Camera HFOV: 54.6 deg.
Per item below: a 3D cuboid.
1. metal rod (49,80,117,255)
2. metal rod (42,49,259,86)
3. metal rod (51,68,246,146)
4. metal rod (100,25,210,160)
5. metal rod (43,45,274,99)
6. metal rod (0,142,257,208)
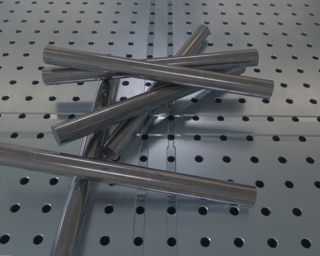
[{"bbox_3d":[-0.086,0.020,0.390,0.025,0.025,0.300,3,50,2],"label":"metal rod"},{"bbox_3d":[-0.013,-0.087,0.442,0.302,0.025,0.025,-5,50,-1],"label":"metal rod"},{"bbox_3d":[0.005,-0.044,0.418,0.302,0.025,0.025,-24,54,-29],"label":"metal rod"},{"bbox_3d":[0.007,-0.071,0.467,0.025,0.025,0.301,22,53,17],"label":"metal rod"},{"bbox_3d":[-0.004,-0.074,0.411,0.301,0.025,0.025,10,51,3],"label":"metal rod"},{"bbox_3d":[-0.045,0.050,0.339,0.302,0.025,0.025,10,50,-2],"label":"metal rod"}]
